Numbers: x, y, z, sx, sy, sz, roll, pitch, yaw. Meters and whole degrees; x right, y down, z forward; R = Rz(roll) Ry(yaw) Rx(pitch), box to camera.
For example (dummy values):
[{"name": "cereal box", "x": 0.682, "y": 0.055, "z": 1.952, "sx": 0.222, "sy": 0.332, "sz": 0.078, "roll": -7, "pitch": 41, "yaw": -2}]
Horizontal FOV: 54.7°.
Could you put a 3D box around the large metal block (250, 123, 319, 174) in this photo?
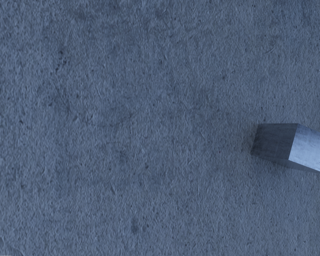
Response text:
[{"name": "large metal block", "x": 0.195, "y": 0.030, "z": 0.452, "sx": 0.081, "sy": 0.080, "sz": 0.050, "roll": 19, "pitch": 84, "yaw": -19}]
